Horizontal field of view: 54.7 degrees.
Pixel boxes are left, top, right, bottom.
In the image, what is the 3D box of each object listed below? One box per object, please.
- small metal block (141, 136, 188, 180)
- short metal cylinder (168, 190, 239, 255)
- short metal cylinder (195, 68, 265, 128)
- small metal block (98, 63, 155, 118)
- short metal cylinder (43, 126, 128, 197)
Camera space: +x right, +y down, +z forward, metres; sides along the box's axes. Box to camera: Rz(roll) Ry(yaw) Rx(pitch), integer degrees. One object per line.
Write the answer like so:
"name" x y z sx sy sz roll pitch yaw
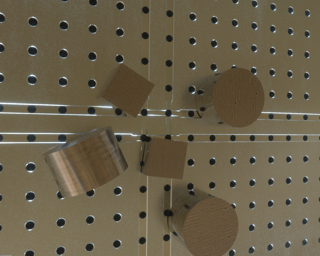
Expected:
"small metal block" 0.006 0.040 0.415 0.050 0.025 0.050 9 87 -20
"short metal cylinder" 0.058 0.129 0.421 0.081 0.050 0.079 0 90 -20
"short metal cylinder" 0.097 -0.041 0.435 0.081 0.050 0.079 0 90 -20
"small metal block" -0.043 -0.046 0.397 0.050 0.025 0.050 32 80 -17
"short metal cylinder" -0.083 0.036 0.353 0.081 0.080 0.050 -25 99 -18
